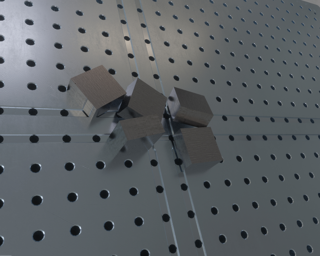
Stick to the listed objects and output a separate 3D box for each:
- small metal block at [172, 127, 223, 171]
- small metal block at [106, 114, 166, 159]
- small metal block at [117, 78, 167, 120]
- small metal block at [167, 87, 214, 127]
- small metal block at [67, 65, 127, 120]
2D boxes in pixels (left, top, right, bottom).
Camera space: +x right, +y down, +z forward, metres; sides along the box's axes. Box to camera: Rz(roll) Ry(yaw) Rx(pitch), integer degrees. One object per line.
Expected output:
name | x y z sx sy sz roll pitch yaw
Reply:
small metal block | 0.050 0.027 0.418 0.050 0.025 0.050 -3 63 -29
small metal block | -0.030 0.010 0.370 0.050 0.050 0.025 -12 68 -33
small metal block | -0.022 -0.029 0.407 0.050 0.025 0.050 32 50 -23
small metal block | 0.041 -0.028 0.436 0.050 0.025 0.050 14 34 -20
small metal block | -0.080 -0.046 0.393 0.050 0.025 0.050 49 52 7
